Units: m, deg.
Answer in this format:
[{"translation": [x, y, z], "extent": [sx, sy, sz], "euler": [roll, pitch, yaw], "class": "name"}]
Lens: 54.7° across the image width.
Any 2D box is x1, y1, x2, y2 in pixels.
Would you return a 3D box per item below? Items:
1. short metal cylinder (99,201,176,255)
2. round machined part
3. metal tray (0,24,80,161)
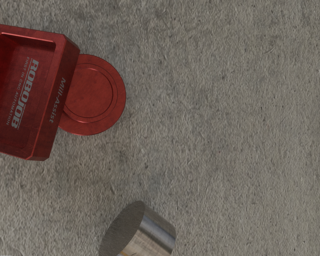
[{"translation": [-0.027, 0.135, 0.370], "extent": [0.050, 0.080, 0.080], "euler": [42, 77, -15], "class": "short metal cylinder"}, {"translation": [-0.088, -0.040, 0.368], "extent": [0.099, 0.042, 0.097], "euler": [0, 90, -20], "class": "round machined part"}, {"translation": [-0.147, -0.038, 0.327], "extent": [0.090, 0.030, 0.129], "euler": [13, 85, 15], "class": "metal tray"}]
